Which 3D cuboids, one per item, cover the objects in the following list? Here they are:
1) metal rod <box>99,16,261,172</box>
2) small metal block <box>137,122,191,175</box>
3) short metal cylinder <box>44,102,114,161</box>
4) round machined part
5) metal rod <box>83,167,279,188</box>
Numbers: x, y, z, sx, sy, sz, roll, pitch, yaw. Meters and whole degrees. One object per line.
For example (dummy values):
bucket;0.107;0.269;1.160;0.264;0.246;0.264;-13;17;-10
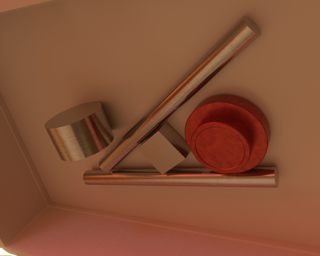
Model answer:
metal rod;0.002;-0.021;0.391;0.025;0.025;0.299;45;129;-4
small metal block;0.006;0.028;0.419;0.050;0.025;0.050;46;129;-4
short metal cylinder;-0.110;0.003;0.430;0.080;0.080;0.050;-5;116;30
round machined part;0.075;0.014;0.362;0.098;0.042;0.097;13;124;20
metal rod;0.010;0.071;0.444;0.300;0.025;0.025;-5;116;30
